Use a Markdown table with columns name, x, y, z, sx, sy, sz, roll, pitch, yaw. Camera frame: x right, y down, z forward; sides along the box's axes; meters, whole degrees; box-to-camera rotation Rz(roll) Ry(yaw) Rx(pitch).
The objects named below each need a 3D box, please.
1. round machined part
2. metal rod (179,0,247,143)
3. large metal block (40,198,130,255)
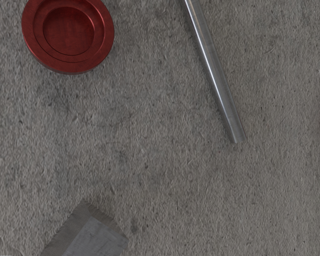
| name | x | y | z | sx | sy | sz | roll | pitch | yaw |
| --- | --- | --- | --- | --- | --- | --- | --- | --- | --- |
| round machined part | -0.106 | -0.110 | 0.361 | 0.099 | 0.042 | 0.097 | 0 | 90 | -20 |
| metal rod | 0.061 | -0.120 | 0.431 | 0.025 | 0.025 | 0.299 | -24 | 98 | -19 |
| large metal block | -0.088 | 0.135 | 0.348 | 0.050 | 0.080 | 0.080 | 40 | 77 | -16 |
